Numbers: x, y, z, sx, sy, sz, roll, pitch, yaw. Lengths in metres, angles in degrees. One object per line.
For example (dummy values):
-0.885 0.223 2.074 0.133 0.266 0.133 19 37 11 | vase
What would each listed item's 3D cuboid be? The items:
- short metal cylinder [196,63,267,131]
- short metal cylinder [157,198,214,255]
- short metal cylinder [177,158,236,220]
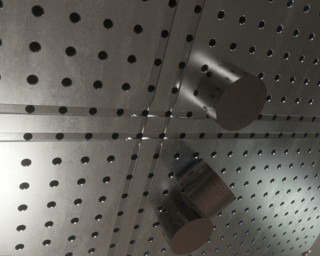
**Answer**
0.097 -0.043 0.424 0.081 0.050 0.079 -14 125 -21 | short metal cylinder
0.042 0.165 0.523 0.081 0.050 0.079 -14 125 -21 | short metal cylinder
0.070 0.093 0.474 0.050 0.080 0.080 -40 130 -2 | short metal cylinder
